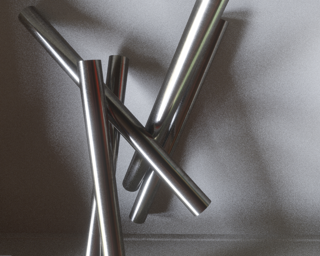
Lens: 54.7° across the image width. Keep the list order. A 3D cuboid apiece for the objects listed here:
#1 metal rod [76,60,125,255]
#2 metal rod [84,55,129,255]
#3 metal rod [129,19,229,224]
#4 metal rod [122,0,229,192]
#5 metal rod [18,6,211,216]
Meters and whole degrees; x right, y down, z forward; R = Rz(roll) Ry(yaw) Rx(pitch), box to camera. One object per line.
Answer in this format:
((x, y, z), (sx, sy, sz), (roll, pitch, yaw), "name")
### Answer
((-0.059, 0.077, 0.342), (0.025, 0.025, 0.298), (-6, 98, 1), "metal rod")
((-0.067, 0.062, 0.371), (0.025, 0.025, 0.298), (7, 86, -3), "metal rod")
((0.018, 0.003, 0.412), (0.025, 0.025, 0.298), (19, 109, -7), "metal rod")
((0.005, -0.020, 0.343), (0.025, 0.025, 0.298), (18, 132, -7), "metal rod")
((-0.054, -0.022, 0.351), (0.025, 0.025, 0.300), (-43, 86, 14), "metal rod")
